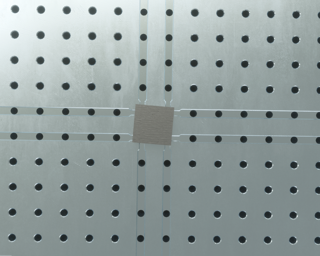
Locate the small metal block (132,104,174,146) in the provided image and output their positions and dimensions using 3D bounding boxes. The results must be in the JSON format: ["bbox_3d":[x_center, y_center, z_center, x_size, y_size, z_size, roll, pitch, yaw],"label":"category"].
[{"bbox_3d":[-0.009,-0.004,0.413,0.050,0.025,0.050,5,90,-1],"label":"small metal block"}]
